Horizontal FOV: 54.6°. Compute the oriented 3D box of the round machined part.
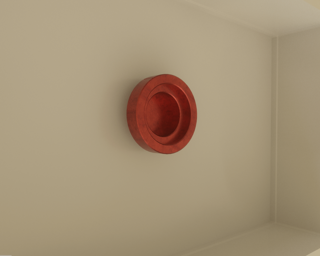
[{"bbox_3d":[-0.002,-0.017,0.393,0.099,0.042,0.097,0,90,-40],"label":"round machined part"}]
